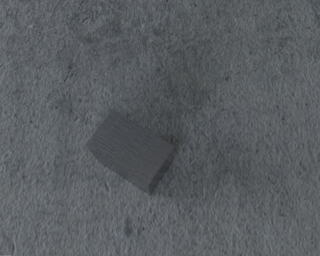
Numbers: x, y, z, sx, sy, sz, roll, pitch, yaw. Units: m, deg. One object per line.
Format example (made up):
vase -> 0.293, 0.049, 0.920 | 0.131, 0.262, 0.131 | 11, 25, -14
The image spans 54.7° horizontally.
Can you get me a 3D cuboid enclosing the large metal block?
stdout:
large metal block -> -0.032, 0.032, 0.367 | 0.080, 0.080, 0.050 | 31, 73, 10
